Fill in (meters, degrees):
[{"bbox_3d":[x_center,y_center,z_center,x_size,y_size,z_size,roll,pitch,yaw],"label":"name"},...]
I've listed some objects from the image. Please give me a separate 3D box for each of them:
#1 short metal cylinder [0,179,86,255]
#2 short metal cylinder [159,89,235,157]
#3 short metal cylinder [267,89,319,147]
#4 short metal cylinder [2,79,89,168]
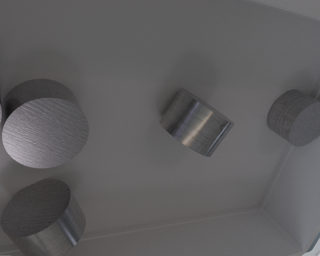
[{"bbox_3d":[-0.135,0.107,0.366,0.081,0.080,0.050,-24,127,-14],"label":"short metal cylinder"},{"bbox_3d":[0.046,-0.008,0.394,0.080,0.080,0.050,25,105,-37],"label":"short metal cylinder"},{"bbox_3d":[0.224,-0.016,0.504,0.081,0.050,0.079,-14,124,-21],"label":"short metal cylinder"},{"bbox_3d":[-0.120,-0.005,0.323,0.081,0.050,0.079,-14,124,-21],"label":"short metal cylinder"}]
